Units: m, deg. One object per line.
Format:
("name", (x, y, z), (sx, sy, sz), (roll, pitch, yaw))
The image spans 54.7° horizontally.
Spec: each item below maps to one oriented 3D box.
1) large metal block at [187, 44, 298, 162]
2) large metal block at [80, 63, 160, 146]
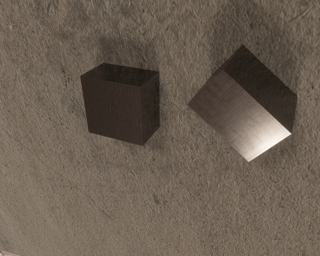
("large metal block", (0.085, -0.028, 0.309), (0.080, 0.080, 0.050), (43, 129, -2))
("large metal block", (-0.048, -0.032, 0.395), (0.080, 0.050, 0.079), (13, 124, 20))
